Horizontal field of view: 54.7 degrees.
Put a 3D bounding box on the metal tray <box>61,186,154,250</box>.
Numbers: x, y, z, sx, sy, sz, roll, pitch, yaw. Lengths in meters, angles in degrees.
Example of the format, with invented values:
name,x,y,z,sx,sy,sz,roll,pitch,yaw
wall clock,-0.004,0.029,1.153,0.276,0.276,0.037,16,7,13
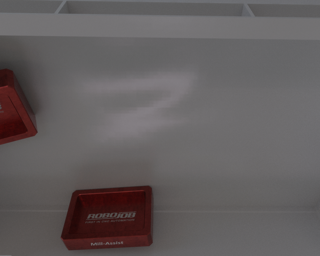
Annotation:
name,x,y,z,sx,sy,sz,roll,pitch,yaw
metal tray,-0.077,0.138,0.482,0.131,0.090,0.030,-4,130,3

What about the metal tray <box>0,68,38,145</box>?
name,x,y,z,sx,sy,sz,roll,pitch,yaw
metal tray,-0.221,-0.012,0.354,0.131,0.030,0.090,-16,144,-12

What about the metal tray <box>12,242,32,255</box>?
name,x,y,z,sx,sy,sz,roll,pitch,yaw
metal tray,-0.271,0.299,0.593,0.030,0.130,0.089,4,130,-13
